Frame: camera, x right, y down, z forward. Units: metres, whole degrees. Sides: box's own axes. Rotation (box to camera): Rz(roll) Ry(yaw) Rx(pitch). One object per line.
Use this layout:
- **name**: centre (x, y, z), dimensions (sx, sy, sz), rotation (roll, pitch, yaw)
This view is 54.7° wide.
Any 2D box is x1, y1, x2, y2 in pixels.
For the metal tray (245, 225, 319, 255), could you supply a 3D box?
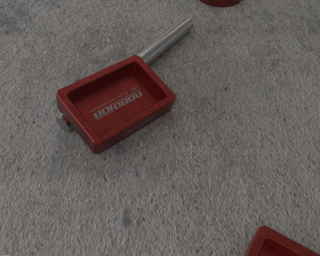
- **metal tray**: centre (0.130, 0.158, 0.268), dimensions (0.130, 0.030, 0.090), rotation (26, 54, 20)

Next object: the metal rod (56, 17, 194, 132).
- **metal rod**: centre (-0.038, -0.097, 0.484), dimensions (0.025, 0.025, 0.301), rotation (29, 56, 22)

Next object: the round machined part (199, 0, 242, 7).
- **round machined part**: centre (0.126, -0.294, 0.641), dimensions (0.099, 0.042, 0.098), rotation (0, 50, 0)

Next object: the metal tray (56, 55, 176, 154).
- **metal tray**: centre (-0.055, -0.035, 0.409), dimensions (0.131, 0.030, 0.090), rotation (-33, 73, -28)
